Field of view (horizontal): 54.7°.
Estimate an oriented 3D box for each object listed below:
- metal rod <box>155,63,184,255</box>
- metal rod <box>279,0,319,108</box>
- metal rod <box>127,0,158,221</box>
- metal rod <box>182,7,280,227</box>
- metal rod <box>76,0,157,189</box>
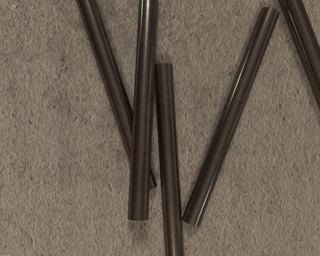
[{"bbox_3d":[0.013,0.065,0.410,0.025,0.025,0.298,-4,90,-1],"label":"metal rod"},{"bbox_3d":[0.211,-0.073,0.412,0.025,0.025,0.299,-21,90,0],"label":"metal rod"},{"bbox_3d":[-0.021,-0.038,0.392,0.025,0.025,0.298,2,83,-1],"label":"metal rod"},{"bbox_3d":[0.093,-0.015,0.411,0.025,0.025,0.299,21,90,-1],"label":"metal rod"},{"bbox_3d":[-0.062,-0.061,0.409,0.025,0.025,0.298,-18,90,0],"label":"metal rod"}]
